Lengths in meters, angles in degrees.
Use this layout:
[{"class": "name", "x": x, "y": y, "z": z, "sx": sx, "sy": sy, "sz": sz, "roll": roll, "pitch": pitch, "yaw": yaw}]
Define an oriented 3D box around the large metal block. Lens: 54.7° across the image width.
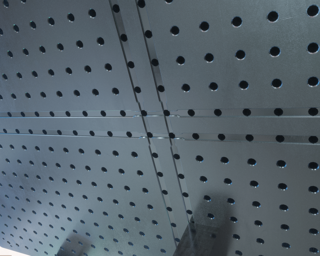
[{"class": "large metal block", "x": 0.060, "y": 0.206, "z": 0.472, "sx": 0.050, "sy": 0.080, "sz": 0.080, "roll": 2, "pitch": 120, "yaw": 27}]
